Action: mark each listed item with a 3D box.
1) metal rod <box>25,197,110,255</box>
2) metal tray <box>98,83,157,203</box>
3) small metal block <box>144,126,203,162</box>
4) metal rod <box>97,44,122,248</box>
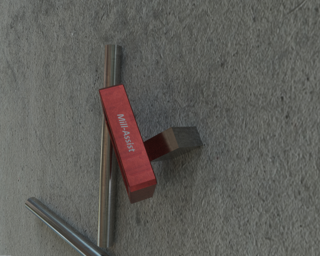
[{"bbox_3d":[-0.141,0.186,0.518,0.300,0.025,0.025,19,102,38],"label":"metal rod"},{"bbox_3d":[-0.041,0.022,0.387,0.090,0.030,0.130,102,150,-67],"label":"metal tray"},{"bbox_3d":[0.015,0.020,0.375,0.050,0.050,0.025,-29,72,36],"label":"small metal block"},{"bbox_3d":[-0.076,0.028,0.464,0.025,0.025,0.298,4,93,39],"label":"metal rod"}]
